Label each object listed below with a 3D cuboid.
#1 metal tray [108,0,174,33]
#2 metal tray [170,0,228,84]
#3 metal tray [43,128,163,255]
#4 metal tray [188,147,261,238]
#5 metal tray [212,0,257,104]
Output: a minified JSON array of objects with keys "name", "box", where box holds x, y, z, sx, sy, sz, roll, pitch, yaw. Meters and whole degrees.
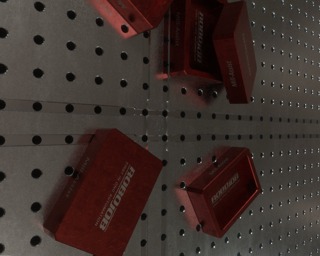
[{"name":"metal tray","box":[-0.037,-0.194,0.375,0.130,0.030,0.090,42,65,-32]},{"name":"metal tray","box":[0.059,-0.135,0.457,0.091,0.030,0.129,3,88,-40]},{"name":"metal tray","box":[-0.059,0.076,0.358,0.090,0.030,0.130,39,66,-33]},{"name":"metal tray","box":[0.109,0.099,0.499,0.131,0.030,0.090,-34,111,-35]},{"name":"metal tray","box":[0.117,-0.111,0.470,0.130,0.030,0.090,62,39,-42]}]
